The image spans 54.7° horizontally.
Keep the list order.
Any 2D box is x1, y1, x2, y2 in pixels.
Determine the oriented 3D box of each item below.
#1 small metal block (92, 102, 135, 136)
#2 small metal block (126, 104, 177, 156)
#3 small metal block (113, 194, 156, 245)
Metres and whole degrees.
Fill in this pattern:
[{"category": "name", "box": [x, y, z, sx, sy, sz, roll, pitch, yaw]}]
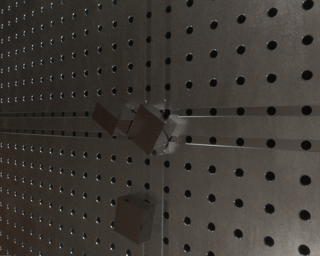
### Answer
[{"category": "small metal block", "box": [-0.059, -0.013, 0.440, 0.050, 0.050, 0.025, 37, 113, 33]}, {"category": "small metal block", "box": [-0.012, 0.002, 0.417, 0.050, 0.025, 0.050, 39, 114, 32]}, {"category": "small metal block", "box": [-0.037, 0.127, 0.438, 0.050, 0.025, 0.050, 14, 99, 39]}]
